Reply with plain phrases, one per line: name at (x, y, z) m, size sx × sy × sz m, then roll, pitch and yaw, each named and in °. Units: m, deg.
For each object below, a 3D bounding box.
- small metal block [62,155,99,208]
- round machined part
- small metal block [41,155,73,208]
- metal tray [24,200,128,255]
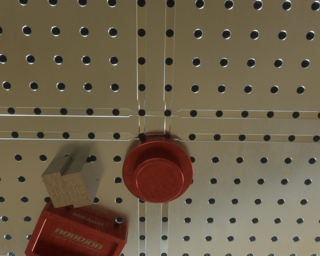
small metal block at (-0.108, 0.072, 0.425) m, size 0.025 × 0.050 × 0.050 m, roll -13°, pitch 110°, yaw 4°
round machined part at (-0.003, 0.064, 0.428) m, size 0.099 × 0.042 × 0.097 m, roll 0°, pitch 110°, yaw -1°
small metal block at (-0.134, 0.073, 0.425) m, size 0.025 × 0.050 × 0.050 m, roll -13°, pitch 110°, yaw 4°
metal tray at (-0.126, 0.173, 0.472) m, size 0.131 × 0.030 × 0.089 m, roll 24°, pitch 108°, yaw -9°
